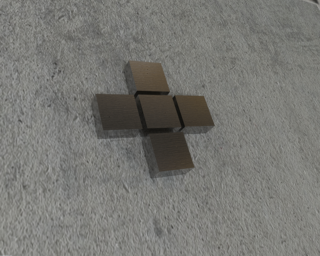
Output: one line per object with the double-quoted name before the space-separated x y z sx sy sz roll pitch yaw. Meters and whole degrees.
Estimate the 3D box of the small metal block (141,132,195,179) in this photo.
"small metal block" 0.009 0.034 0.391 0.050 0.025 0.050 -2 63 -30

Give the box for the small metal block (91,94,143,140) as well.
"small metal block" -0.055 -0.014 0.386 0.050 0.025 0.050 -2 63 -30

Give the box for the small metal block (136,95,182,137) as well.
"small metal block" -0.005 -0.016 0.414 0.050 0.025 0.050 -2 63 -30

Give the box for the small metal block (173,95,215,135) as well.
"small metal block" 0.044 -0.019 0.442 0.050 0.025 0.050 -2 63 -30

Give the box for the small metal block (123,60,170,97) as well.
"small metal block" -0.020 -0.066 0.436 0.050 0.025 0.050 -2 63 -30
